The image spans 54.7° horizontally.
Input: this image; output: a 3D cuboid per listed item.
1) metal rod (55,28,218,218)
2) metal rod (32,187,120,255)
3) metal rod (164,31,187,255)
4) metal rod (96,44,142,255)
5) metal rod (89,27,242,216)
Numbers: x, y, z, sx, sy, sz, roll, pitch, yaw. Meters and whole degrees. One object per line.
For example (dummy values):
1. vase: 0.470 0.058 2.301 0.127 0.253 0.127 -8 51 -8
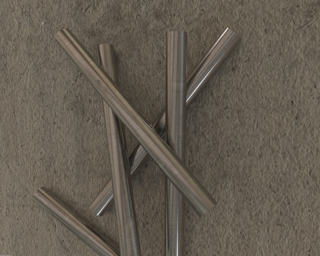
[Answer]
1. metal rod: -0.040 -0.019 0.382 0.025 0.025 0.300 -45 72 14
2. metal rod: -0.063 0.177 0.431 0.300 0.025 0.025 32 101 17
3. metal rod: 0.019 0.036 0.383 0.025 0.025 0.298 3 98 20
4. metal rod: -0.055 0.031 0.404 0.025 0.025 0.299 -14 76 19
5. metal rod: 0.000 0.001 0.408 0.025 0.025 0.299 41 103 15
